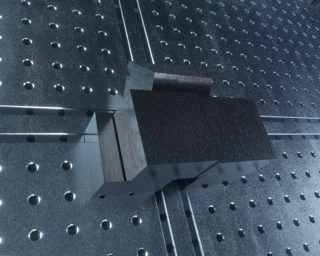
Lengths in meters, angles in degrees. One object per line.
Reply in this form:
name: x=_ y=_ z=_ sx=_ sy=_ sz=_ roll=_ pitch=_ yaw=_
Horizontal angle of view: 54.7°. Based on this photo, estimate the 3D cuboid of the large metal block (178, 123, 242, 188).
large metal block: x=0.067 y=0.029 z=0.411 sx=0.081 sy=0.050 sz=0.080 roll=-1 pitch=62 yaw=-29

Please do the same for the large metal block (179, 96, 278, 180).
large metal block: x=0.077 y=0.011 z=0.362 sx=0.081 sy=0.050 sz=0.080 roll=0 pitch=62 yaw=-29

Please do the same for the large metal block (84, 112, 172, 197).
large metal block: x=-0.037 y=0.030 z=0.356 sx=0.081 sy=0.050 sz=0.080 roll=1 pitch=61 yaw=-28

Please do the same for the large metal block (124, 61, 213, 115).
large metal block: x=0.008 y=-0.052 z=0.403 sx=0.081 sy=0.050 sz=0.080 roll=0 pitch=20 yaw=-29

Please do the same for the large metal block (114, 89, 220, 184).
large metal block: x=0.005 y=0.009 z=0.323 sx=0.081 sy=0.050 sz=0.080 roll=0 pitch=62 yaw=-29
